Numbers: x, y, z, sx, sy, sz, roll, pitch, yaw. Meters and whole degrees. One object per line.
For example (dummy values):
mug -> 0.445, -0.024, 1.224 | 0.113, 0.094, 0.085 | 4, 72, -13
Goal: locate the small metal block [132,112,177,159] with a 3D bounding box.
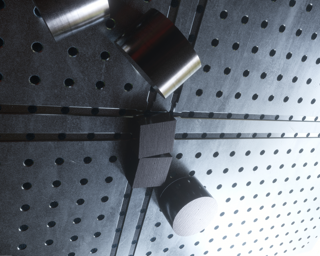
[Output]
small metal block -> -0.008, 0.009, 0.412 | 0.050, 0.025, 0.050 | -9, 122, -24

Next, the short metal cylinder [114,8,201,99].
short metal cylinder -> -0.002, -0.077, 0.327 | 0.050, 0.080, 0.080 | -42, 130, 1

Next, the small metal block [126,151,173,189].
small metal block -> -0.016, 0.056, 0.437 | 0.050, 0.025, 0.050 | 1, 118, -29

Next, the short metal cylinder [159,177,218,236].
short metal cylinder -> 0.045, 0.126, 0.498 | 0.081, 0.050, 0.079 | -14, 124, -21

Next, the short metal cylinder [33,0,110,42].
short metal cylinder -> -0.083, -0.119, 0.257 | 0.050, 0.080, 0.080 | -28, 128, -10
